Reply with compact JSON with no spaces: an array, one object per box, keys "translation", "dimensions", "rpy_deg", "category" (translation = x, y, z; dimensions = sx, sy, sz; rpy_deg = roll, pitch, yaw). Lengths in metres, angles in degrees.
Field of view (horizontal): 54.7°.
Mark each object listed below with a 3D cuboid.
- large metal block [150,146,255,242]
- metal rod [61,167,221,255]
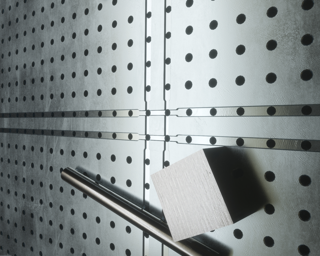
[{"translation":[0.046,0.075,0.354],"dimensions":[0.080,0.050,0.080],"rpy_deg":[-32,70,35],"category":"large metal block"},{"translation":[-0.049,0.118,0.447],"dimensions":[0.300,0.025,0.025],"rpy_deg":[19,102,38],"category":"metal rod"}]
